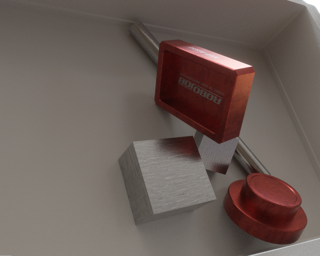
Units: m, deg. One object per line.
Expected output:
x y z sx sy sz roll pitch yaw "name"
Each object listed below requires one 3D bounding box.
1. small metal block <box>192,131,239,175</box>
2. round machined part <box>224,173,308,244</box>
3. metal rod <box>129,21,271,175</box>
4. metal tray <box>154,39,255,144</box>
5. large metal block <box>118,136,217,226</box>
0.069 0.029 0.410 0.050 0.025 0.050 18 95 -18 "small metal block"
0.133 0.092 0.382 0.099 0.042 0.098 13 23 -5 "round machined part"
0.055 -0.042 0.462 0.025 0.025 0.300 -33 80 -38 "metal rod"
0.047 -0.049 0.383 0.030 0.089 0.130 -16 36 -35 "metal tray"
0.006 0.059 0.359 0.081 0.050 0.080 -4 64 -31 "large metal block"
